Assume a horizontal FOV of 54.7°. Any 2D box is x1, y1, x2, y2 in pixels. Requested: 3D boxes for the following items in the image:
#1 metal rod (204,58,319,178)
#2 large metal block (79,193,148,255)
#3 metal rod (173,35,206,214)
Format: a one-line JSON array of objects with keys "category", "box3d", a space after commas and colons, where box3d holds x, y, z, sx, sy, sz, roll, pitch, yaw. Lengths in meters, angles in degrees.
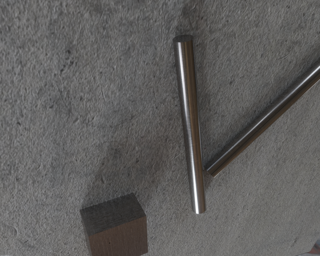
[{"category": "metal rod", "box3d": [0.187, -0.032, 0.492, 0.300, 0.025, 0.025, -43, 130, 1]}, {"category": "large metal block", "box3d": [-0.065, 0.151, 0.450, 0.081, 0.050, 0.079, -14, 125, -21]}, {"category": "metal rod", "box3d": [0.047, 0.017, 0.444, 0.025, 0.025, 0.298, -21, 127, -16]}]
